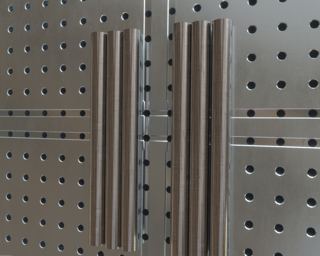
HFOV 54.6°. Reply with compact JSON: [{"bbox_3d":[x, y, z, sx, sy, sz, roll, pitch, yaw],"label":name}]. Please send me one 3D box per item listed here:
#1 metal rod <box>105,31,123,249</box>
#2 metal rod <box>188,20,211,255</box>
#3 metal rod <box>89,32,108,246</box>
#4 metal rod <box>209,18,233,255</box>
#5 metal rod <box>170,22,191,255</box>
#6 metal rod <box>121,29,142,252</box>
[{"bbox_3d":[-0.063,0.016,0.435,0.025,0.025,0.298,1,90,20],"label":"metal rod"},{"bbox_3d":[0.050,0.017,0.394,0.025,0.025,0.298,1,90,20],"label":"metal rod"},{"bbox_3d":[-0.088,0.015,0.444,0.025,0.025,0.298,1,90,20],"label":"metal rod"},{"bbox_3d":[0.076,0.017,0.385,0.025,0.025,0.298,1,90,20],"label":"metal rod"},{"bbox_3d":[0.027,0.016,0.403,0.025,0.025,0.298,1,90,20],"label":"metal rod"},{"bbox_3d":[-0.040,0.016,0.426,0.025,0.025,0.298,1,90,20],"label":"metal rod"}]
